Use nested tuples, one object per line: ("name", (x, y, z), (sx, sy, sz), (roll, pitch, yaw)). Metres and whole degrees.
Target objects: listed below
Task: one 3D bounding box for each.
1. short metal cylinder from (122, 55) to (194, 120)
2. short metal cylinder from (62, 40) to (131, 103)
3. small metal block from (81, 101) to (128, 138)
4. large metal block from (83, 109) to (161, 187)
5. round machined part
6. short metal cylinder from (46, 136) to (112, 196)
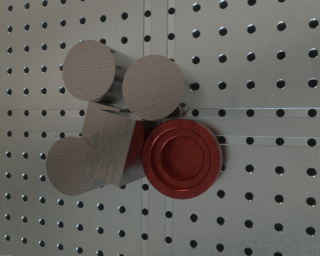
("short metal cylinder", (-0.001, -0.049, 0.399), (0.080, 0.050, 0.080), (0, 90, 20))
("short metal cylinder", (-0.086, -0.076, 0.429), (0.080, 0.050, 0.080), (0, 90, 20))
("small metal block", (-0.079, -0.008, 0.440), (0.050, 0.025, 0.050), (16, 95, 19))
("large metal block", (-0.046, 0.023, 0.396), (0.050, 0.080, 0.080), (17, 96, 19))
("round machined part", (0.030, 0.037, 0.393), (0.098, 0.042, 0.097), (0, 90, 20))
("short metal cylinder", (-0.111, 0.051, 0.438), (0.080, 0.050, 0.080), (0, 90, 20))
